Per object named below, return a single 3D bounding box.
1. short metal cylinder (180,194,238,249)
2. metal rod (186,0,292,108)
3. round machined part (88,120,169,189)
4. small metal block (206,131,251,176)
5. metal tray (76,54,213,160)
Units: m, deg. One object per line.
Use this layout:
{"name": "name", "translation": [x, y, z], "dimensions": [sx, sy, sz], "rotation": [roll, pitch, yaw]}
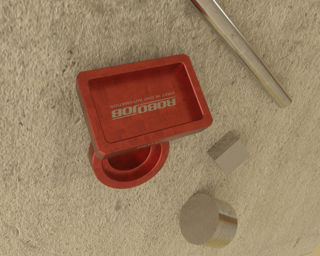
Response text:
{"name": "short metal cylinder", "translation": [0.079, 0.153, 0.509], "dimensions": [0.050, 0.080, 0.080], "rotation": [27, 103, -38]}
{"name": "metal rod", "translation": [0.098, -0.107, 0.393], "dimensions": [0.301, 0.025, 0.025], "rotation": [34, 99, -39]}
{"name": "round machined part", "translation": [-0.041, 0.025, 0.389], "dimensions": [0.099, 0.042, 0.097], "rotation": [-14, 124, -21]}
{"name": "small metal block", "translation": [0.109, 0.041, 0.492], "dimensions": [0.050, 0.025, 0.050], "rotation": [-42, 130, 0]}
{"name": "metal tray", "translation": [-0.017, -0.026, 0.342], "dimensions": [0.131, 0.090, 0.030], "rotation": [-15, 169, -20]}
